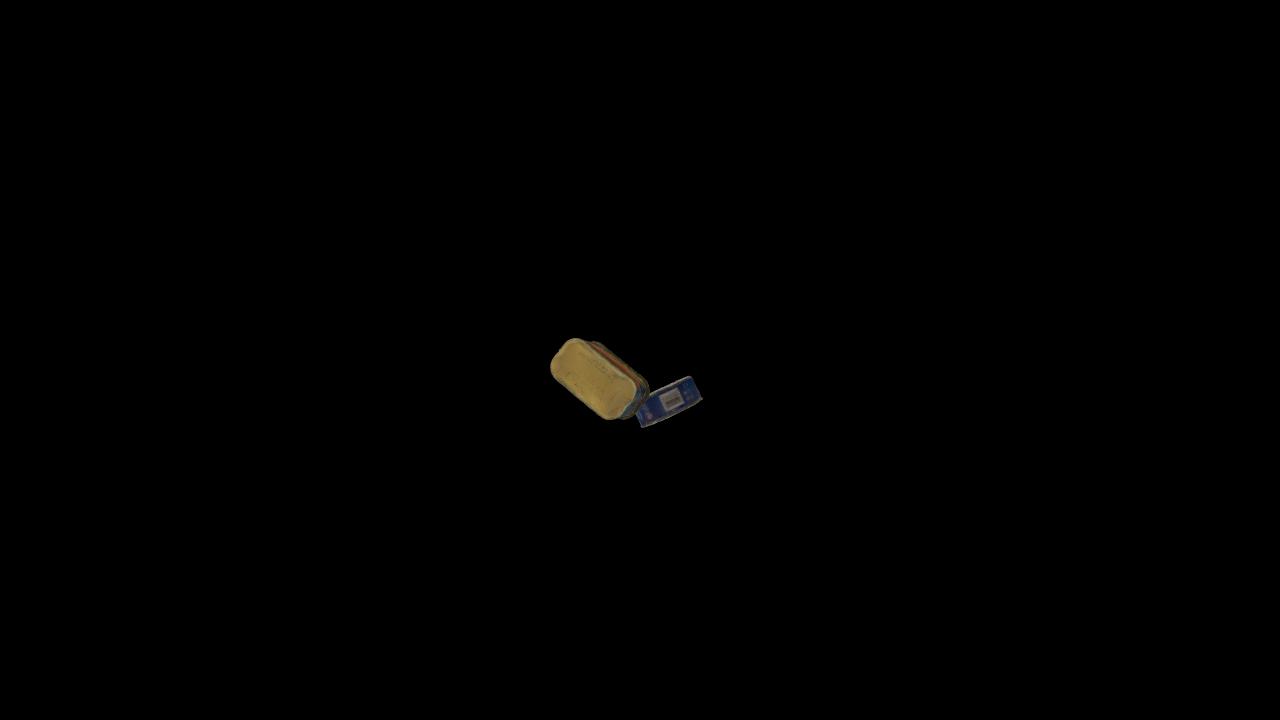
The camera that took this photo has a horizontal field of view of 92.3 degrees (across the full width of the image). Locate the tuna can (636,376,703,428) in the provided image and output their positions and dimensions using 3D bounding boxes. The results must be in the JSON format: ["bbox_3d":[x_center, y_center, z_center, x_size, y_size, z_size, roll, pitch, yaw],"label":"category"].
[{"bbox_3d":[0.032,0.051,0.754,0.084,0.034,0.084,-26,-1,-1],"label":"tuna can"}]

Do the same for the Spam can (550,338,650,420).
[{"bbox_3d":[-0.044,0.022,0.687,0.101,0.058,0.085,38,4,9],"label":"Spam can"}]
